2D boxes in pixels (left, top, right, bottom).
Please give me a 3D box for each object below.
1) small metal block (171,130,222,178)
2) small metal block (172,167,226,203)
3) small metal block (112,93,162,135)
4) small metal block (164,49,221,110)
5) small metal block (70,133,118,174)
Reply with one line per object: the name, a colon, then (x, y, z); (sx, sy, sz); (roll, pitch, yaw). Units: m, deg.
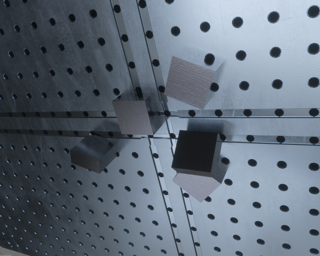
small metal block: (0.047, 0.032, 0.387); (0.050, 0.050, 0.025); (4, 159, 26)
small metal block: (0.053, 0.067, 0.425); (0.050, 0.025, 0.050); (37, 129, 3)
small metal block: (-0.031, -0.019, 0.416); (0.050, 0.025, 0.050); (1, 119, 28)
small metal block: (0.037, -0.056, 0.358); (0.050, 0.025, 0.050); (23, 127, 14)
small metal block: (-0.099, 0.038, 0.471); (0.050, 0.050, 0.025); (18, 125, 18)
